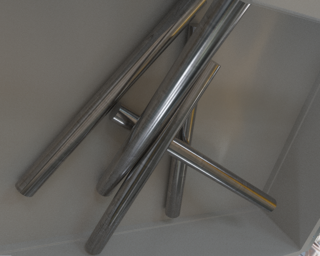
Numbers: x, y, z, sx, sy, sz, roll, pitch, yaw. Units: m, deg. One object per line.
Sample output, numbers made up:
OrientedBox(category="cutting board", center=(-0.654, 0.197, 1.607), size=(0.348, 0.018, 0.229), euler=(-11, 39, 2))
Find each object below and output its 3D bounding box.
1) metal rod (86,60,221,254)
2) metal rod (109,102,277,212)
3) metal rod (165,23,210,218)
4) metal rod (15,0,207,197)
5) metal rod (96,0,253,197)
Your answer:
OrientedBox(category="metal rod", center=(-0.019, 0.047, 0.383), size=(0.025, 0.025, 0.298), euler=(17, 114, -35))
OrientedBox(category="metal rod", center=(0.062, 0.052, 0.434), size=(0.301, 0.025, 0.025), euler=(32, 101, -25))
OrientedBox(category="metal rod", center=(0.033, 0.009, 0.434), size=(0.025, 0.025, 0.298), euler=(-9, 123, -24))
OrientedBox(category="metal rod", center=(-0.059, -0.037, 0.354), size=(0.300, 0.025, 0.025), euler=(-47, 130, 5))
OrientedBox(category="metal rod", center=(-0.009, -0.008, 0.324), size=(0.025, 0.025, 0.298), euler=(4, 141, -31))
